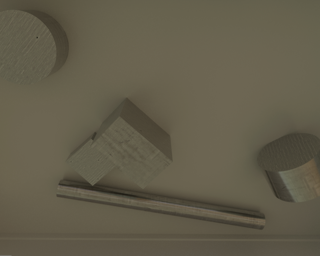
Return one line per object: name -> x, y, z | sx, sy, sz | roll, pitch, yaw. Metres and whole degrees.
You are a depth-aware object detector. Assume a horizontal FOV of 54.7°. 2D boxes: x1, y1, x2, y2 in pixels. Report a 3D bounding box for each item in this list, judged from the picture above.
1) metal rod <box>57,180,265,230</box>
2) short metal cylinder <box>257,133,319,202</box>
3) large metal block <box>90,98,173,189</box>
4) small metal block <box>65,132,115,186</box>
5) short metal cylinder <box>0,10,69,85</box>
metal rod -> 0.005, 0.113, 0.453 | 0.302, 0.025, 0.025 | 10, 110, -5
short metal cylinder -> 0.175, 0.050, 0.403 | 0.080, 0.080, 0.050 | -28, 108, 9
large metal block -> -0.032, 0.016, 0.387 | 0.080, 0.080, 0.050 | 42, 105, -14
small metal block -> -0.091, 0.042, 0.426 | 0.050, 0.025, 0.050 | -41, 106, 13
short metal cylinder -> -0.154, -0.095, 0.361 | 0.081, 0.050, 0.079 | 0, 110, -1
